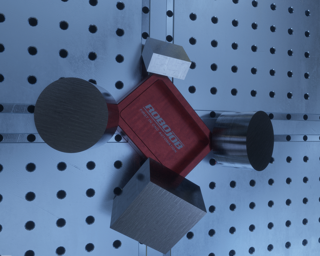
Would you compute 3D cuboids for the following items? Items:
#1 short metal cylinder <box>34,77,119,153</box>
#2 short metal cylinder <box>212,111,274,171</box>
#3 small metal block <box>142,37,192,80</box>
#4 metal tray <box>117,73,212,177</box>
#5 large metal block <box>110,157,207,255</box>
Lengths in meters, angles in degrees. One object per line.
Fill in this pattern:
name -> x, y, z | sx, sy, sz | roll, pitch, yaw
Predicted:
short metal cylinder -> -0.091, -0.014, 0.350 | 0.080, 0.050, 0.079 | 0, 91, 5
short metal cylinder -> 0.115, 0.017, 0.425 | 0.081, 0.050, 0.079 | -1, 91, -46
small metal block -> 0.007, -0.090, 0.399 | 0.050, 0.050, 0.025 | 10, 125, -20
metal tray -> 0.004, 0.001, 0.411 | 0.090, 0.030, 0.130 | -43, 104, -15
large metal block -> -0.003, 0.096, 0.380 | 0.080, 0.050, 0.080 | 33, 110, -18
